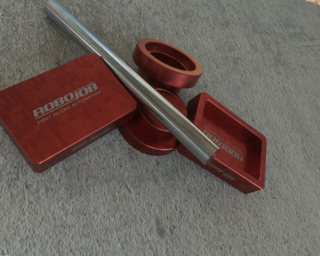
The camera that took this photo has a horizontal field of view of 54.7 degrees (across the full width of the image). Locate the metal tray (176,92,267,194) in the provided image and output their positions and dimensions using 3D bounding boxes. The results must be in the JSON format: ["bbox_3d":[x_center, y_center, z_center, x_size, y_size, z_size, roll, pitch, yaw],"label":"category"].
[{"bbox_3d":[0.089,0.021,0.423,0.130,0.030,0.090,33,51,-20],"label":"metal tray"}]

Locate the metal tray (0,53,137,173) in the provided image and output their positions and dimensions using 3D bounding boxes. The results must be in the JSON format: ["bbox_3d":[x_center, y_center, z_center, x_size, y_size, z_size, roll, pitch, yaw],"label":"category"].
[{"bbox_3d":[-0.103,-0.022,0.346,0.131,0.030,0.090,-33,77,-29],"label":"metal tray"}]

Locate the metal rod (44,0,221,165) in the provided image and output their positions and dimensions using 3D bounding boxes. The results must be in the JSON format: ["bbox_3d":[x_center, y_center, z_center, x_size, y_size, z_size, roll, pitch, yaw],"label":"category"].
[{"bbox_3d":[-0.046,-0.067,0.378,0.300,0.025,0.025,44,50,19],"label":"metal rod"}]

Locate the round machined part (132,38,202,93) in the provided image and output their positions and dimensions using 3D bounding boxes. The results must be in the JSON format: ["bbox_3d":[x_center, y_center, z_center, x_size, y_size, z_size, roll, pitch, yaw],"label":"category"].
[{"bbox_3d":[0.006,-0.083,0.434,0.099,0.042,0.098,20,32,-13],"label":"round machined part"}]

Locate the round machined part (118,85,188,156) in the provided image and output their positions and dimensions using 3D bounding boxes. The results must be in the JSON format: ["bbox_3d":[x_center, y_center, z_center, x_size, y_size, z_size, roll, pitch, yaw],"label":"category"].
[{"bbox_3d":[-0.004,-0.016,0.403,0.099,0.042,0.098,14,56,-21],"label":"round machined part"}]
